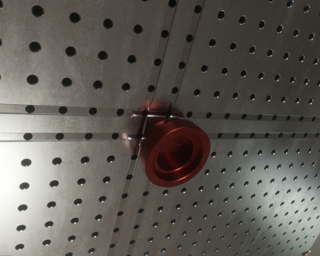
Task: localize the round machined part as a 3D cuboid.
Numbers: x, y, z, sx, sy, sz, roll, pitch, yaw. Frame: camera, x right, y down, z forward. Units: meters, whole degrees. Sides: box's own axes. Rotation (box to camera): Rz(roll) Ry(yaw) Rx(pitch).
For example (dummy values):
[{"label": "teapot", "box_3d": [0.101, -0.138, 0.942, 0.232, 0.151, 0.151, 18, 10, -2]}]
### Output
[{"label": "round machined part", "box_3d": [0.017, 0.031, 0.431, 0.099, 0.042, 0.097, -14, 124, -21]}]
